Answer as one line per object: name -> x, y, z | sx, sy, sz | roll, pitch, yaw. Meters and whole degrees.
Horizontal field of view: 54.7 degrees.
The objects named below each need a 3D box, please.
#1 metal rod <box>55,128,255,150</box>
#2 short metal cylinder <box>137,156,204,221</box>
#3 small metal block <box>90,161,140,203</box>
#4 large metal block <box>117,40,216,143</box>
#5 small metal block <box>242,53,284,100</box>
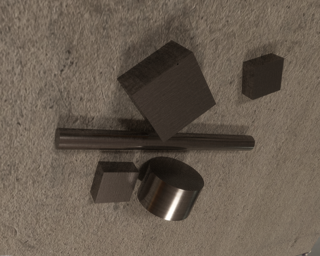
metal rod -> 0.014, 0.018, 0.427 | 0.303, 0.025, 0.025 | 3, 117, -30
short metal cylinder -> 0.015, 0.083, 0.432 | 0.081, 0.080, 0.050 | 9, 114, -33
small metal block -> -0.062, 0.073, 0.420 | 0.050, 0.025, 0.050 | 5, 116, -31
large metal block -> 0.009, -0.043, 0.370 | 0.080, 0.050, 0.080 | -36, 130, -4
small metal block -> 0.146, -0.074, 0.444 | 0.050, 0.025, 0.050 | -20, 126, -17
